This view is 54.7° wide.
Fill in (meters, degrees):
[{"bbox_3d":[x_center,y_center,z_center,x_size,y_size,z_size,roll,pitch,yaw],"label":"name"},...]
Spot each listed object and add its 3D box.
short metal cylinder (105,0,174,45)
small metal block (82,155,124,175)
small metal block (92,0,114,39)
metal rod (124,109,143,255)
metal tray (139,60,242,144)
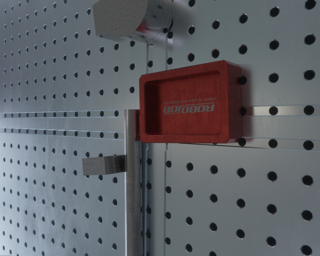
[{"bbox_3d":[-0.029,-0.157,0.417,0.080,0.050,0.080,0,90,40],"label":"short metal cylinder"},{"bbox_3d":[-0.078,0.054,0.458,0.050,0.050,0.025,-9,85,40],"label":"small metal block"},{"bbox_3d":[-0.074,-0.170,0.471,0.050,0.025,0.050,-13,82,39],"label":"small metal block"},{"bbox_3d":[-0.037,0.123,0.440,0.025,0.025,0.298,-1,89,40],"label":"metal rod"},{"bbox_3d":[0.032,-0.027,0.379,0.130,0.030,0.089,-2,89,40],"label":"metal tray"}]
